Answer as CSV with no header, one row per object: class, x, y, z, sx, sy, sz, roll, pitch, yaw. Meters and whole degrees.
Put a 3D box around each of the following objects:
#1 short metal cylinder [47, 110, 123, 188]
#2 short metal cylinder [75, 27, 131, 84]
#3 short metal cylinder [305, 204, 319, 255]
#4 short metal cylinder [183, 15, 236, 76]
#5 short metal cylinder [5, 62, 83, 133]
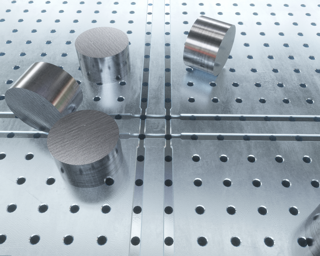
short metal cylinder,-0.087,0.024,0.370,0.081,0.050,0.080,0,50,0
short metal cylinder,-0.088,-0.115,0.487,0.081,0.050,0.080,0,50,0
short metal cylinder,0.194,0.103,0.307,0.081,0.050,0.080,0,50,0
short metal cylinder,0.077,-0.127,0.480,0.050,0.080,0.080,25,54,19
short metal cylinder,-0.149,-0.038,0.402,0.080,0.080,0.050,14,52,11
